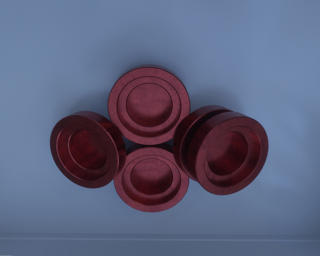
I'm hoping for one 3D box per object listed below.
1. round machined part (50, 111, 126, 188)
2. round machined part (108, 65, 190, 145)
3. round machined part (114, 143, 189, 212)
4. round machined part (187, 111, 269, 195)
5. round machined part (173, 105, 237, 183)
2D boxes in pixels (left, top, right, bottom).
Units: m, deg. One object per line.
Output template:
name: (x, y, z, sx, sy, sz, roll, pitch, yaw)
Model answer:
round machined part: (-0.087, 0.024, 0.398, 0.098, 0.042, 0.097, 7, 111, 19)
round machined part: (-0.013, -0.031, 0.388, 0.099, 0.042, 0.097, 0, 110, 0)
round machined part: (-0.011, 0.062, 0.422, 0.099, 0.042, 0.097, 0, 110, 0)
round machined part: (0.076, 0.027, 0.370, 0.099, 0.042, 0.097, -8, 112, -21)
round machined part: (0.061, 0.017, 0.396, 0.099, 0.042, 0.097, -8, 111, -21)
